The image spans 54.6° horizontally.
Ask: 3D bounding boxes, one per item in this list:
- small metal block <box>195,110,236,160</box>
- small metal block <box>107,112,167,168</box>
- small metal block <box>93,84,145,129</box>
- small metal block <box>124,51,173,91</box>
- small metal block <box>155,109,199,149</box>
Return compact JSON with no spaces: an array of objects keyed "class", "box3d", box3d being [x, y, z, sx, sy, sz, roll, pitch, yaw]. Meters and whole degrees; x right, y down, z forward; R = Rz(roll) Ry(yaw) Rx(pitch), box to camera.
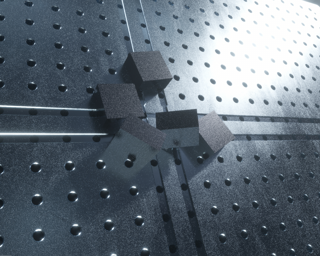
[{"class":"small metal block","box3d":[0.070,0.010,0.440,0.050,0.025,0.050,-29,78,-37]},{"class":"small metal block","box3d":[-0.028,0.016,0.367,0.050,0.050,0.025,31,52,-9]},{"class":"small metal block","box3d":[-0.053,-0.029,0.397,0.050,0.025,0.050,-5,64,-31]},{"class":"small metal block","box3d":[-0.017,-0.083,0.449,0.050,0.025,0.050,-12,68,-33]},{"class":"small metal block","box3d":[0.023,0.002,0.391,0.050,0.050,0.025,-5,60,4]}]
